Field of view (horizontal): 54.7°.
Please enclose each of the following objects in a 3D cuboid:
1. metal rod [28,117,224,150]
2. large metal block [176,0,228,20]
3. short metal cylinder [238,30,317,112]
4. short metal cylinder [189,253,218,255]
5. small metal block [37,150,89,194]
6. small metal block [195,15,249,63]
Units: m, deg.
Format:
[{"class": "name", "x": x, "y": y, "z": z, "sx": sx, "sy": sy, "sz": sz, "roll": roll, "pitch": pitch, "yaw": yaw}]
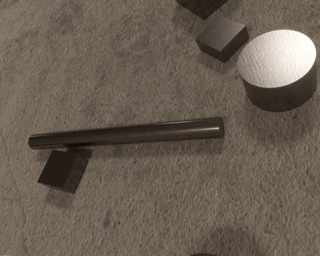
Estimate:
[{"class": "metal rod", "x": -0.063, "y": 0.011, "z": 0.428, "sx": 0.301, "sy": 0.025, "sz": 0.025, "roll": -5, "pitch": 60, "yaw": 25}, {"class": "large metal block", "x": 0.070, "y": -0.230, "z": 0.491, "sx": 0.080, "sy": 0.050, "sz": 0.080, "roll": -41, "pitch": 51, "yaw": 0}, {"class": "short metal cylinder", "x": 0.135, "y": -0.065, "z": 0.356, "sx": 0.080, "sy": 0.050, "sz": 0.080, "roll": -13, "pitch": 56, "yaw": 20}, {"class": "short metal cylinder", "x": 0.045, "y": 0.155, "z": 0.268, "sx": 0.080, "sy": 0.050, "sz": 0.080, "roll": -13, "pitch": 56, "yaw": 20}, {"class": "small metal block", "x": -0.136, "y": 0.061, "z": 0.436, "sx": 0.050, "sy": 0.025, "sz": 0.050, "roll": 5, "pitch": 64, "yaw": 30}, {"class": "small metal block", "x": 0.087, "y": -0.125, "z": 0.434, "sx": 0.050, "sy": 0.025, "sz": 0.050, "roll": -46, "pitch": 51, "yaw": -4}]
